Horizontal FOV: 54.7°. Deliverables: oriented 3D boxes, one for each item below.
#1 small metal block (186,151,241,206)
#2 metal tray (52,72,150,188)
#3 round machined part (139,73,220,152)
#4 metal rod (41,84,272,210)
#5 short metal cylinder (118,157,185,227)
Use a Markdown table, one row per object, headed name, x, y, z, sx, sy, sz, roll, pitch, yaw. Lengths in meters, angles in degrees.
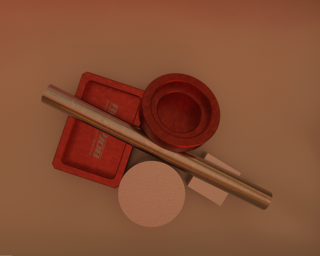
| name | x | y | z | sx | sy | sz | roll | pitch | yaw |
| --- | --- | --- | --- | --- | --- | --- | --- | --- | --- |
| small metal block | 0.070 | 0.066 | 0.411 | 0.050 | 0.025 | 0.050 | 32 | 90 | -1 |
| metal tray | -0.074 | 0.002 | 0.405 | 0.090 | 0.030 | 0.129 | 19 | 90 | -1 |
| round machined part | 0.022 | -0.016 | 0.389 | 0.099 | 0.042 | 0.098 | 5 | 67 | -12 |
| metal rod | -0.001 | 0.025 | 0.381 | 0.301 | 0.025 | 0.025 | 26 | 90 | -3 |
| short metal cylinder | -0.010 | 0.079 | 0.397 | 0.081 | 0.050 | 0.079 | 0 | 90 | -1 |
